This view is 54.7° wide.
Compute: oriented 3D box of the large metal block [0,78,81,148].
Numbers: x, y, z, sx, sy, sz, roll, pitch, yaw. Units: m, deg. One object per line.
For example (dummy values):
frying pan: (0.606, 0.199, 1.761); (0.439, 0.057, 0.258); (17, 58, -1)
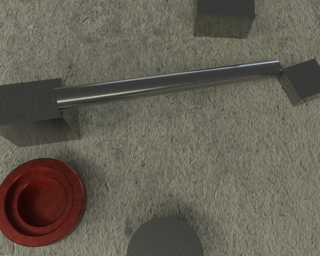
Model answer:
large metal block: (-0.150, -0.016, 0.383); (0.081, 0.080, 0.050); (-8, 71, -3)

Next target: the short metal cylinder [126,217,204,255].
short metal cylinder: (0.005, 0.141, 0.343); (0.081, 0.050, 0.080); (0, 70, 0)

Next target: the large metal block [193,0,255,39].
large metal block: (0.093, -0.184, 0.463); (0.081, 0.050, 0.080); (3, 70, 1)

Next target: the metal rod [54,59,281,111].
metal rod: (0.027, -0.058, 0.387); (0.303, 0.025, 0.025); (-11, 70, -22)

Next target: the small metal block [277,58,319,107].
small metal block: (0.202, -0.064, 0.434); (0.050, 0.025, 0.050); (-19, 71, -7)

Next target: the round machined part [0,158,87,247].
round machined part: (-0.135, 0.088, 0.365); (0.099, 0.042, 0.098); (0, 70, -1)
